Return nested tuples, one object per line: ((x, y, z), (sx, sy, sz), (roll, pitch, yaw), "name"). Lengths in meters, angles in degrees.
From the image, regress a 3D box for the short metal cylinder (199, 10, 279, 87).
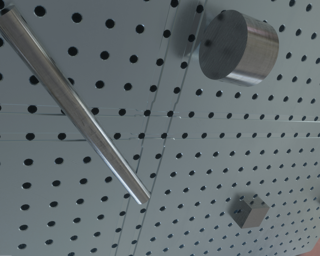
((0.091, -0.093, 0.368), (0.050, 0.080, 0.079), (7, 115, -31), "short metal cylinder")

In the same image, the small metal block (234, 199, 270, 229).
((0.183, 0.171, 0.617), (0.050, 0.025, 0.050), (5, 116, -31), "small metal block")

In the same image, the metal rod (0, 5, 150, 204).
((-0.082, 0.000, 0.366), (0.025, 0.025, 0.299), (-34, 129, -6), "metal rod")
